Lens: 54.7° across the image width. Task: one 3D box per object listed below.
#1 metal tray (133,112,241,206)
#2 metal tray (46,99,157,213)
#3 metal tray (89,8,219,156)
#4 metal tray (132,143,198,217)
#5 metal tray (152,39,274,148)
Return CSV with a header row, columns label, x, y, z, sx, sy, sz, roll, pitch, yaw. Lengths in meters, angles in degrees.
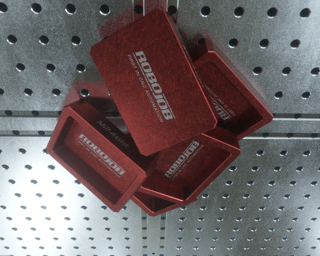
label,x,y,z,sx,sy,sz,roll,pitch,yaw
metal tray,0.031,0.046,0.408,0.091,0.030,0.129,23,126,-19
metal tray,-0.078,0.037,0.398,0.130,0.030,0.089,40,124,6
metal tray,-0.005,-0.045,0.330,0.090,0.030,0.129,-24,96,18
metal tray,-0.011,0.081,0.477,0.090,0.030,0.130,-26,126,20
metal tray,0.065,-0.033,0.381,0.090,0.030,0.130,-36,122,26
